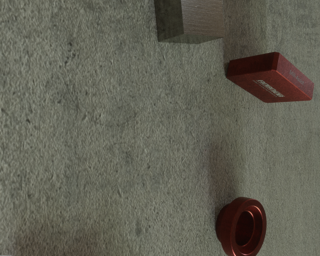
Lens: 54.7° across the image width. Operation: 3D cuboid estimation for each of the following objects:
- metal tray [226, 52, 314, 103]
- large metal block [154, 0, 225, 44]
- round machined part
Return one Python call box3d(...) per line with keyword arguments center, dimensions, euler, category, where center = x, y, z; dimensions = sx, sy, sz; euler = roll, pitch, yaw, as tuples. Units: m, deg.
box3d(center=(0.187, -0.080, 0.521), dimensions=(0.131, 0.090, 0.030), euler=(21, 77, -38), category="metal tray")
box3d(center=(0.040, -0.162, 0.424), dimensions=(0.081, 0.050, 0.079), euler=(-11, 97, -40), category="large metal block")
box3d(center=(0.129, 0.161, 0.505), dimensions=(0.099, 0.042, 0.097), euler=(0, 90, -40), category="round machined part")
